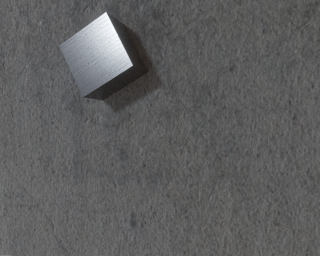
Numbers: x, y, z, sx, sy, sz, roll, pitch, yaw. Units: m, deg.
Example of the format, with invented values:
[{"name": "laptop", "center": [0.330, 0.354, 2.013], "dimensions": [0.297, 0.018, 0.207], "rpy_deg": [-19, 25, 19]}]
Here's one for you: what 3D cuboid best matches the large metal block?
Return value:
[{"name": "large metal block", "center": [-0.076, -0.094, 0.421], "dimensions": [0.080, 0.050, 0.080], "rpy_deg": [-29, 81, 17]}]
